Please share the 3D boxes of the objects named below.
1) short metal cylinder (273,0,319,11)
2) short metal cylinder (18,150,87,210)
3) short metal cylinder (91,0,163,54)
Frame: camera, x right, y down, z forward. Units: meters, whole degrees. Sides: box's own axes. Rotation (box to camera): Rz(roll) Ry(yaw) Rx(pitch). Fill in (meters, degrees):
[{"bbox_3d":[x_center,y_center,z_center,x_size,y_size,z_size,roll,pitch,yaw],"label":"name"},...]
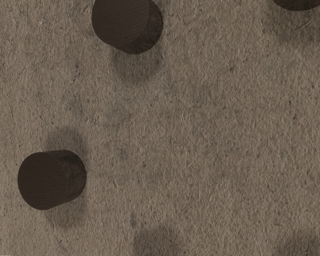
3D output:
[{"bbox_3d":[0.159,-0.177,0.340,0.080,0.050,0.079,0,90,19],"label":"short metal cylinder"},{"bbox_3d":[-0.155,0.073,0.449,0.080,0.050,0.079,0,90,19],"label":"short metal cylinder"},{"bbox_3d":[-0.042,-0.143,0.410,0.080,0.050,0.079,0,90,19],"label":"short metal cylinder"}]
